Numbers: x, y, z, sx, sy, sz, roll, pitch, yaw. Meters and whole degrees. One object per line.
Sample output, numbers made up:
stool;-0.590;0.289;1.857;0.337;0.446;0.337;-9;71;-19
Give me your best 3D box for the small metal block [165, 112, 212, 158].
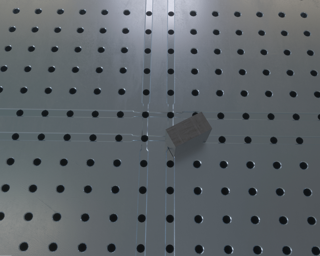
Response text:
small metal block;0.035;0.010;0.395;0.050;0.050;0.025;-26;72;-9
